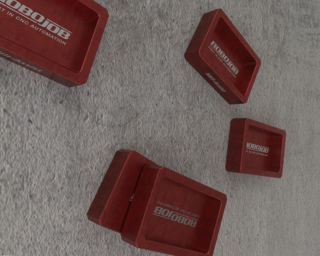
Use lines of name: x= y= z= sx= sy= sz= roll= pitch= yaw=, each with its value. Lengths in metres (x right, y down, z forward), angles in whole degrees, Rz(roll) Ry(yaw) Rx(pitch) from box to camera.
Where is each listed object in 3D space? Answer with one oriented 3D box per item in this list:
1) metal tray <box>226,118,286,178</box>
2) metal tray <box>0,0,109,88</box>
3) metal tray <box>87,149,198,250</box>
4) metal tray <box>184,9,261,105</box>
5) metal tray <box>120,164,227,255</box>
metal tray: x=0.172 y=0.038 z=0.544 sx=0.131 sy=0.030 sz=0.090 roll=13 pitch=82 yaw=-39
metal tray: x=-0.122 y=-0.106 z=0.298 sx=0.131 sy=0.030 sz=0.090 roll=24 pitch=75 yaw=-37
metal tray: x=-0.015 y=0.094 z=0.389 sx=0.130 sy=0.030 sz=0.090 roll=36 pitch=68 yaw=-34
metal tray: x=0.103 y=-0.108 z=0.486 sx=0.130 sy=0.030 sz=0.090 roll=38 pitch=67 yaw=-34
metal tray: x=0.024 y=0.107 z=0.381 sx=0.131 sy=0.030 sz=0.090 roll=29 pitch=72 yaw=-36
